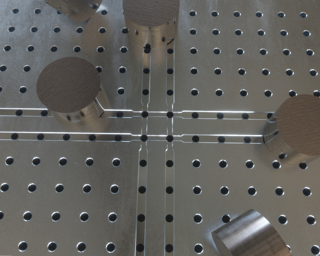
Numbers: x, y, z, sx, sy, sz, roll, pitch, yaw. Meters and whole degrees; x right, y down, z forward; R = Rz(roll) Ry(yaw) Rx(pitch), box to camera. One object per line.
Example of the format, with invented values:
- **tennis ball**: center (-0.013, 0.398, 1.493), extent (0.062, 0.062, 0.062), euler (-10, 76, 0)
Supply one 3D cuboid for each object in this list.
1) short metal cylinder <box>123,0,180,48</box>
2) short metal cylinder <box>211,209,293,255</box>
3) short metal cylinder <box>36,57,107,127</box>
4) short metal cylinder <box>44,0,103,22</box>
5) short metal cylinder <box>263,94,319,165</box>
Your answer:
- **short metal cylinder**: center (-0.012, -0.167, 0.459), extent (0.081, 0.050, 0.080), euler (0, 70, 0)
- **short metal cylinder**: center (0.099, 0.136, 0.333), extent (0.050, 0.080, 0.080), euler (-28, 73, -10)
- **short metal cylinder**: center (-0.115, -0.047, 0.415), extent (0.081, 0.050, 0.080), euler (0, 70, 0)
- **short metal cylinder**: center (-0.126, -0.205, 0.456), extent (0.050, 0.080, 0.080), euler (34, 74, 11)
- **short metal cylinder**: center (0.181, 0.003, 0.398), extent (0.081, 0.050, 0.080), euler (0, 70, 0)
